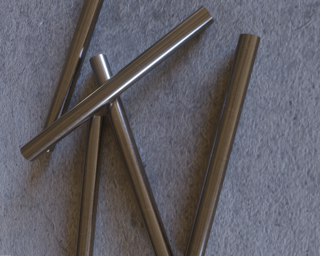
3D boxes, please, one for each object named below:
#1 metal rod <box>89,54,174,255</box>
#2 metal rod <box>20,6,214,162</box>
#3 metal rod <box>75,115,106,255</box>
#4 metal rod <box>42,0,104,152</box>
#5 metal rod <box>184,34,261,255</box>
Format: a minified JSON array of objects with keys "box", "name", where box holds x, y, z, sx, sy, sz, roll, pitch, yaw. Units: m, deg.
[{"box":[-0.039,0.042,0.421,0.025,0.025,0.299,-21,83,18],"name":"metal rod"},{"box":[-0.060,-0.053,0.404,0.300,0.025,0.025,-37,78,6],"name":"metal rod"},{"box":[-0.104,0.131,0.444,0.025,0.025,0.298,6,92,19],"name":"metal rod"},{"box":[-0.121,-0.107,0.450,0.025,0.025,0.298,23,97,18],"name":"metal rod"},{"box":[0.073,0.035,0.382,0.025,0.025,0.298,15,95,19],"name":"metal rod"}]
